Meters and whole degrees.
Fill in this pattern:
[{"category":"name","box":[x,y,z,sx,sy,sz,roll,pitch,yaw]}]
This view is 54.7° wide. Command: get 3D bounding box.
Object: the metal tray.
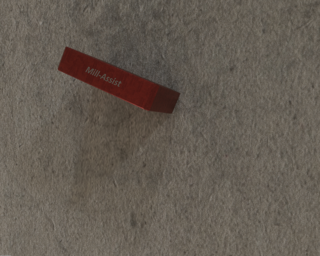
[{"category":"metal tray","box":[-0.049,-0.058,0.390,0.130,0.090,0.030,25,98,18]}]
